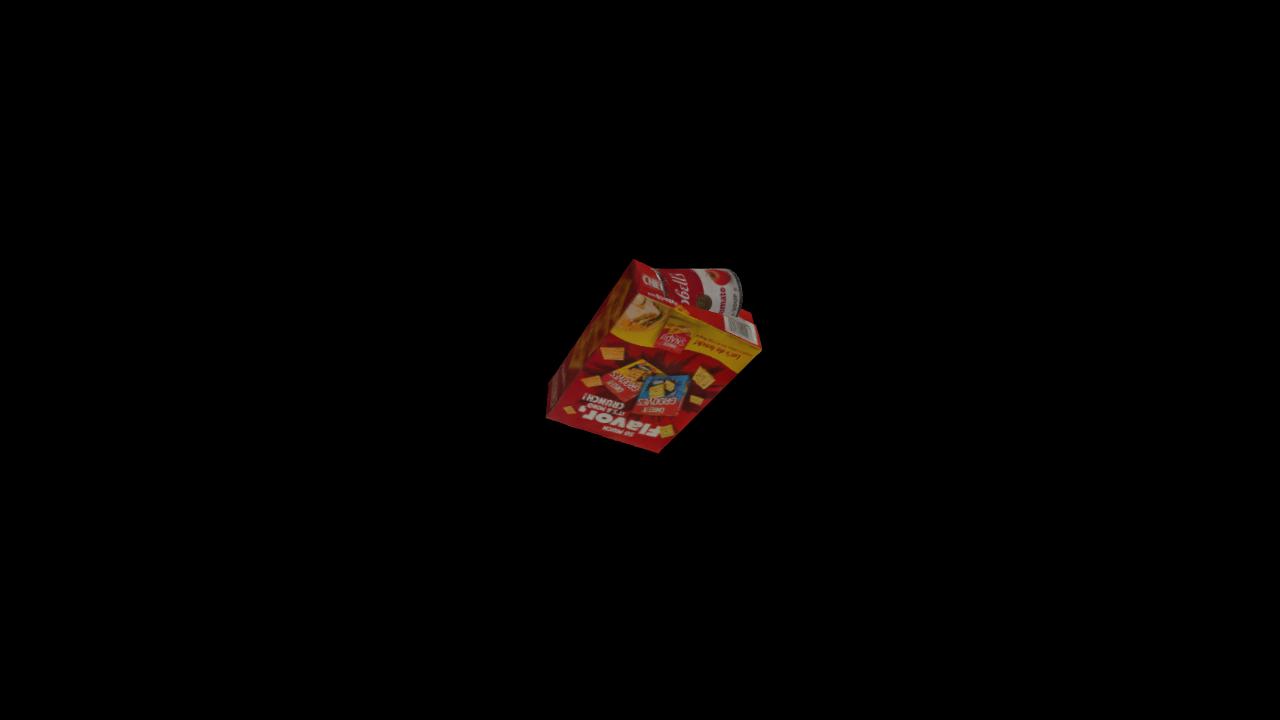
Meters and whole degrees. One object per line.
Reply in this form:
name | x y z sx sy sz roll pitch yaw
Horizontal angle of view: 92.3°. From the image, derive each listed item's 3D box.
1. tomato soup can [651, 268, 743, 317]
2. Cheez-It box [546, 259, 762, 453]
tomato soup can | 0.055 -0.068 0.687 0.101 0.068 0.068 -4 2 -26
Cheez-It box | 0.009 0.008 0.730 0.166 0.071 0.223 21 -51 -23
